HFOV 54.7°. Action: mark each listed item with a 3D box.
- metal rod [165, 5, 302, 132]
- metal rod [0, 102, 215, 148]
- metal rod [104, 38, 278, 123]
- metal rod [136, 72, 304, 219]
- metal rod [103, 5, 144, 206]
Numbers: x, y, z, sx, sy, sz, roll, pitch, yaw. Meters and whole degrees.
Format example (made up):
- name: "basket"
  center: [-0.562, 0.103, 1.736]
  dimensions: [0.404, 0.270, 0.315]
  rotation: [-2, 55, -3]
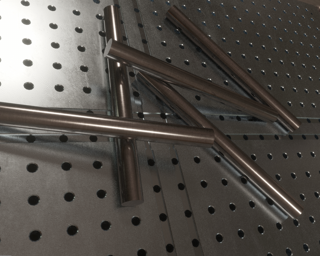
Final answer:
- name: "metal rod"
  center: [0.127, -0.104, 0.542]
  dimensions: [0.300, 0.025, 0.025]
  rotation: [43, 51, 1]
- name: "metal rod"
  center: [-0.082, -0.005, 0.342]
  dimensions: [0.302, 0.025, 0.025]
  rotation: [7, 58, -16]
- name: "metal rod"
  center: [0.063, -0.060, 0.457]
  dimensions: [0.302, 0.025, 0.025]
  rotation: [18, 55, -27]
- name: "metal rod"
  center: [0.085, 0.019, 0.444]
  dimensions: [0.300, 0.025, 0.025]
  rotation: [42, 51, 1]
- name: "metal rod"
  center: [-0.053, -0.048, 0.410]
  dimensions: [0.025, 0.025, 0.299]
  rotation: [5, 60, -26]
